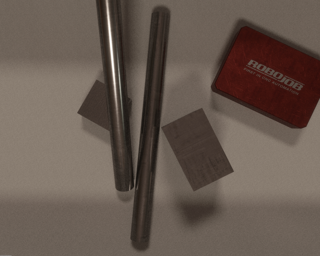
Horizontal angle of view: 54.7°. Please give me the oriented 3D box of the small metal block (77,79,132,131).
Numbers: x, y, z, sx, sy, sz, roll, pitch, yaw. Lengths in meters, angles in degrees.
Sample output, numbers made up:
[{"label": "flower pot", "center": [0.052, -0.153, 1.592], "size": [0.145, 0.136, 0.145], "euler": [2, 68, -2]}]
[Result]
[{"label": "small metal block", "center": [-0.072, -0.029, 0.410], "size": [0.050, 0.025, 0.050], "euler": [30, 90, -1]}]

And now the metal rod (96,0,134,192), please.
[{"label": "metal rod", "center": [-0.051, -0.057, 0.350], "size": [0.025, 0.025, 0.298], "euler": [-2, 115, 0]}]

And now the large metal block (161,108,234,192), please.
[{"label": "large metal block", "center": [0.042, 0.024, 0.385], "size": [0.050, 0.080, 0.080], "euler": [-27, 90, 0]}]

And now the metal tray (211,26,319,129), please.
[{"label": "metal tray", "center": [0.146, -0.065, 0.411], "size": [0.131, 0.030, 0.090], "euler": [25, 90, -1]}]

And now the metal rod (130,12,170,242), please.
[{"label": "metal rod", "center": [-0.013, -0.001, 0.411], "size": [0.025, 0.025, 0.298], "euler": [5, 90, -1]}]
